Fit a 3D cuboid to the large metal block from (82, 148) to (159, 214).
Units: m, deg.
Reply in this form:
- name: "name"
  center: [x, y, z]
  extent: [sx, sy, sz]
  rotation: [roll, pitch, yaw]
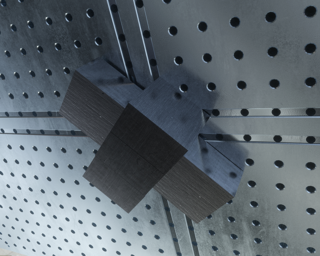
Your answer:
- name: "large metal block"
  center: [-0.045, 0.056, 0.433]
  extent: [0.080, 0.080, 0.050]
  rotation: [39, 129, 1]

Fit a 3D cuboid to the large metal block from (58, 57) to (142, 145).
- name: "large metal block"
  center: [-0.077, -0.032, 0.410]
  extent: [0.080, 0.050, 0.080]
  rotation: [38, 130, 2]

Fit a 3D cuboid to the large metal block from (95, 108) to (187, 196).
- name: "large metal block"
  center: [-0.021, 0.025, 0.402]
  extent: [0.080, 0.080, 0.050]
  rotation: [39, 129, 1]

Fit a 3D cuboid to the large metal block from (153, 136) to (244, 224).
- name: "large metal block"
  center: [0.048, 0.068, 0.411]
  extent: [0.080, 0.050, 0.080]
  rotation: [39, 130, 1]

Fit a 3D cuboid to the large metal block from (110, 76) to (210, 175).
- name: "large metal block"
  center: [0.003, -0.005, 0.370]
  extent: [0.080, 0.080, 0.050]
  rotation: [39, 129, 1]
